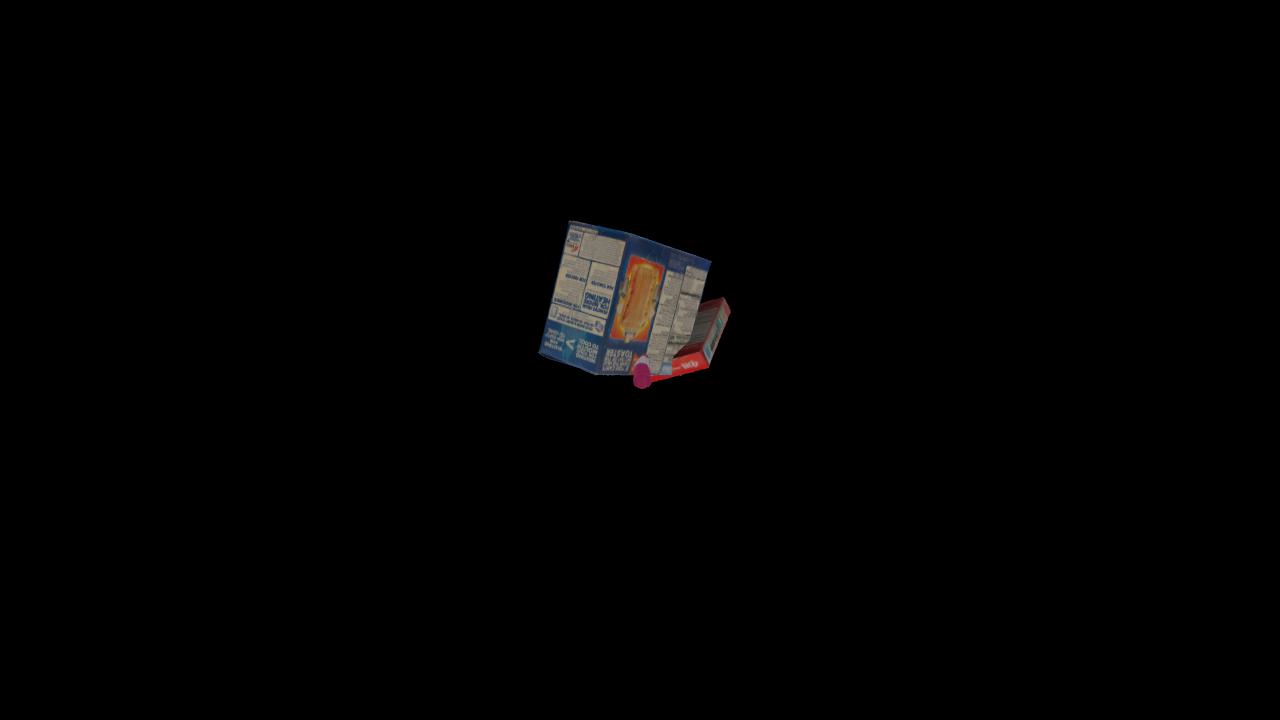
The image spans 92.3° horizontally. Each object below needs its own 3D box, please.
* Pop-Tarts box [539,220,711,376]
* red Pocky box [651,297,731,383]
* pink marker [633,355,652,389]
[{"bbox_3d":[-0.011,-0.060,0.667,0.083,0.141,0.167,19,9,33],"label":"Pop-Tarts box"},{"bbox_3d":[0.058,-0.027,0.762,0.083,0.028,0.155,-14,24,26],"label":"red Pocky box"},{"bbox_3d":[0.001,-0.008,0.662,0.020,0.020,0.121,0,32,-2],"label":"pink marker"}]
